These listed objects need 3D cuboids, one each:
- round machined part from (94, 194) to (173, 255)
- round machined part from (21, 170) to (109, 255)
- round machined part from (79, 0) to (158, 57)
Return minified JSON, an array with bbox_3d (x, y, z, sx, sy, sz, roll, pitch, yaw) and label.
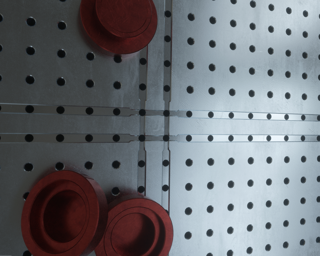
[{"bbox_3d":[-0.036,0.133,0.391,0.099,0.042,0.097,0,90,-21],"label":"round machined part"},{"bbox_3d":[-0.101,0.099,0.349,0.098,0.042,0.098,-6,71,18],"label":"round machined part"},{"bbox_3d":[-0.049,-0.141,0.386,0.099,0.042,0.097,0,90,-21],"label":"round machined part"}]
